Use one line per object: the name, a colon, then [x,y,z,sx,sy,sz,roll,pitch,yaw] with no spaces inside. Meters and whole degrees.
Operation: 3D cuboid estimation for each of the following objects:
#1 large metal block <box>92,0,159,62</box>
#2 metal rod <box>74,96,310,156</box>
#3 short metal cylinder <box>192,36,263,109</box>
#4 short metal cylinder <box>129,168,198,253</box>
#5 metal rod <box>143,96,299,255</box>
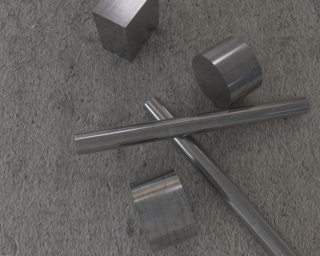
large metal block: [-0.044,-0.154,0.435,0.050,0.080,0.080,29,73,10]
metal rod: [0.050,-0.006,0.386,0.302,0.025,0.025,-10,70,-13]
short metal cylinder: [0.087,-0.072,0.406,0.050,0.080,0.080,-32,73,-11]
short metal cylinder: [0.003,0.091,0.346,0.050,0.080,0.080,-19,71,-7]
metal rod: [0.082,0.076,0.380,0.025,0.025,0.300,-37,74,-12]
